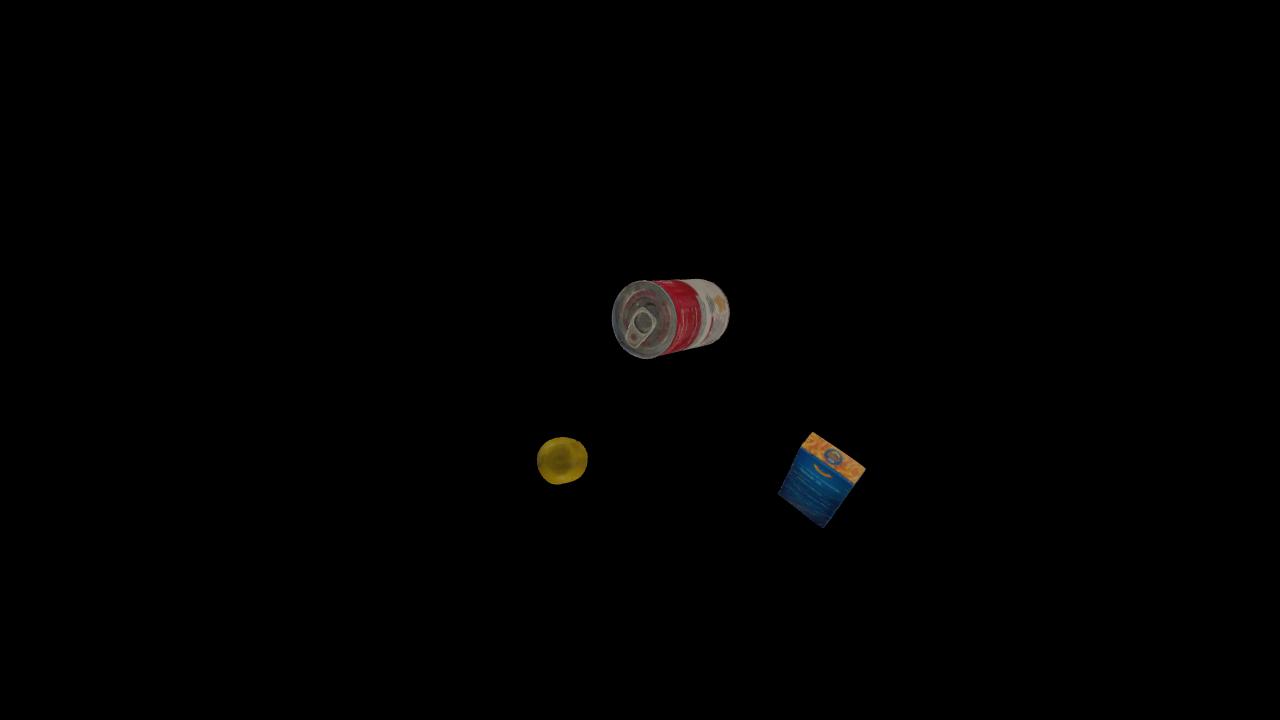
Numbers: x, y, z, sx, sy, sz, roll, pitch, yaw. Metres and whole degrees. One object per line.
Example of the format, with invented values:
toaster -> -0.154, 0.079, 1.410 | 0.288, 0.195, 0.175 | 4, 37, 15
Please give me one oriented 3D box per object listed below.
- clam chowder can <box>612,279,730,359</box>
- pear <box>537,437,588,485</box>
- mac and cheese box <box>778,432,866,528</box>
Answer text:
clam chowder can -> 0.031, -0.040, 0.564 | 0.068, 0.068, 0.102 | 0, 7, 36
pear -> -0.123, 0.165, 0.988 | 0.080, 0.080, 0.111 | 0, -19, -4
mac and cheese box -> 0.277, 0.191, 0.956 | 0.093, 0.041, 0.184 | 38, -26, 22
